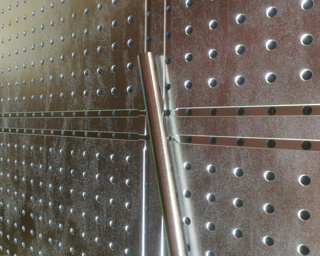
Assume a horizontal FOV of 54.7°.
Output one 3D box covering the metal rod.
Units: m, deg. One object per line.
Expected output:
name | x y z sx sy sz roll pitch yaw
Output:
metal rod | 0.005 0.047 0.403 0.025 0.025 0.298 -15 80 38
